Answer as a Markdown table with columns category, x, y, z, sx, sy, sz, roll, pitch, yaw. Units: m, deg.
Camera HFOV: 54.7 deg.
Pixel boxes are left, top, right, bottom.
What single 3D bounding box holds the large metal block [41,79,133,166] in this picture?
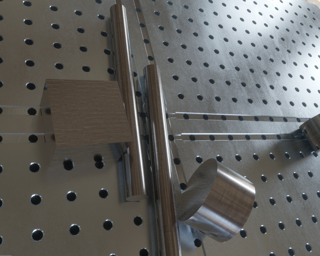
| category | x | y | z | sx | sy | sz | roll | pitch | yaw |
| --- | --- | --- | --- | --- | --- | --- | --- | --- | --- |
| large metal block | -0.085 | -0.007 | 0.351 | 0.081 | 0.050 | 0.080 | -3 | 63 | -30 |

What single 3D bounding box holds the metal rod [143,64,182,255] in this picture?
| category | x | y | z | sx | sy | sz | roll | pitch | yaw |
| --- | --- | --- | --- | --- | --- | --- | --- | --- | --- |
| metal rod | 0.002 | 0.045 | 0.381 | 0.025 | 0.025 | 0.299 | 8 | 58 | -24 |

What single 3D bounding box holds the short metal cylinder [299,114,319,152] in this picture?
| category | x | y | z | sx | sy | sz | roll | pitch | yaw |
| --- | --- | --- | --- | --- | --- | --- | --- | --- | --- |
| short metal cylinder | 0.289 | 0.001 | 0.527 | 0.081 | 0.080 | 0.050 | -12 | 68 | -33 |

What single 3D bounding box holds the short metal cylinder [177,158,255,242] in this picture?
| category | x | y | z | sx | sy | sz | roll | pitch | yaw |
| --- | --- | --- | --- | --- | --- | --- | --- | --- | --- |
| short metal cylinder | 0.063 | 0.082 | 0.357 | 0.050 | 0.080 | 0.080 | 31 | 52 | -8 |

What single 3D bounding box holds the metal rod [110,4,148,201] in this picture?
| category | x | y | z | sx | sy | sz | roll | pitch | yaw |
| --- | --- | --- | --- | --- | --- | --- | --- | --- | --- |
| metal rod | -0.046 | -0.053 | 0.415 | 0.025 | 0.025 | 0.299 | 6 | 59 | -26 |
